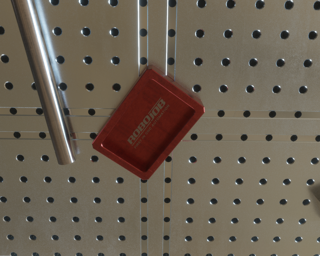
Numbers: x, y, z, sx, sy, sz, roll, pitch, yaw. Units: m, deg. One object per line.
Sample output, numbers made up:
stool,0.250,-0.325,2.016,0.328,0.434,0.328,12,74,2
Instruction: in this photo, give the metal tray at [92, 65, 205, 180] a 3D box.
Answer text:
metal tray,-0.016,-0.005,0.408,0.090,0.030,0.129,35,106,-12

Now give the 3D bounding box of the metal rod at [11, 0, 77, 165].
metal rod,-0.150,-0.093,0.377,0.025,0.025,0.298,-8,110,3

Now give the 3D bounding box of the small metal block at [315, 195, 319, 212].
small metal block,0.267,0.119,0.460,0.050,0.025,0.050,-22,109,8
